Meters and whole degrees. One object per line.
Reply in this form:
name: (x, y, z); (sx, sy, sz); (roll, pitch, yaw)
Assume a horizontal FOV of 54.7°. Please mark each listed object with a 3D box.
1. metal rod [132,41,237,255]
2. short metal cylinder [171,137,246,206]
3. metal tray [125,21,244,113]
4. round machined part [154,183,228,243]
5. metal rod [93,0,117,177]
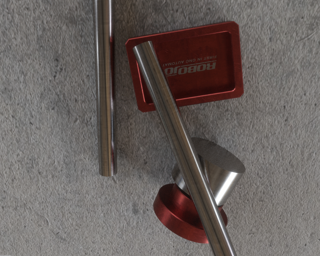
metal rod: (0.036, 0.047, 0.352); (0.025, 0.025, 0.299); (-21, 93, 7)
short metal cylinder: (0.062, 0.054, 0.401); (0.080, 0.080, 0.050); (24, 108, -9)
metal tray: (0.031, -0.075, 0.379); (0.131, 0.030, 0.089); (-9, 110, 3)
round machined part: (0.044, 0.101, 0.409); (0.099, 0.098, 0.042); (20, 107, -8)
metal rod: (-0.067, -0.078, 0.380); (0.025, 0.025, 0.298); (2, 110, -1)
